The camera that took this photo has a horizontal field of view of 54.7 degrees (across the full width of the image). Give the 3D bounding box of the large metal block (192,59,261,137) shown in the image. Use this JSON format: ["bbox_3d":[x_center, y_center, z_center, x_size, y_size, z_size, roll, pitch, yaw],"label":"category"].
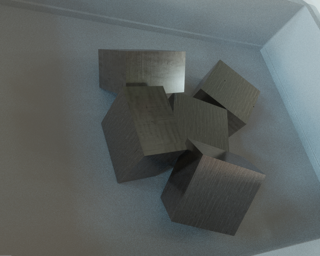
[{"bbox_3d":[0.094,-0.043,0.467,0.080,0.050,0.080,38,51,-3],"label":"large metal block"}]

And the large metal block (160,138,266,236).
[{"bbox_3d":[0.058,0.067,0.352,0.081,0.080,0.050,19,12,-19],"label":"large metal block"}]

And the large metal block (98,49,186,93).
[{"bbox_3d":[-0.025,-0.073,0.394,0.081,0.080,0.050,-8,108,-31],"label":"large metal block"}]

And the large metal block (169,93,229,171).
[{"bbox_3d":[0.042,0.008,0.408,0.081,0.050,0.080,18,55,-19],"label":"large metal block"}]

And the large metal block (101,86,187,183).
[{"bbox_3d":[-0.023,0.008,0.353,0.050,0.080,0.080,-6,65,-31],"label":"large metal block"}]
